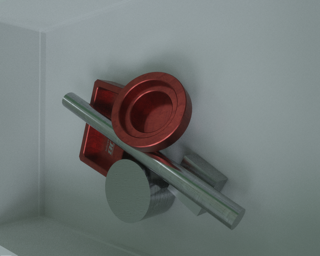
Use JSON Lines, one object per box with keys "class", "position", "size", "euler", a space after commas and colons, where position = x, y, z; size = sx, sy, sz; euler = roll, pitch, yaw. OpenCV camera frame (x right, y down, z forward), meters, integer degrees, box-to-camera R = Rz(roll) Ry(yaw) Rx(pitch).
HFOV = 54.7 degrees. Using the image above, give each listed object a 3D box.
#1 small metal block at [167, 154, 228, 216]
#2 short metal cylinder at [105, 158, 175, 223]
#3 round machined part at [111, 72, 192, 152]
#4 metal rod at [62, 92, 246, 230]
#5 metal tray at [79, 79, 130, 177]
{"class": "small metal block", "position": [0.044, 0.066, 0.367], "size": [0.050, 0.025, 0.050], "euler": [39, 113, 33]}
{"class": "short metal cylinder", "position": [-0.026, 0.079, 0.407], "size": [0.080, 0.050, 0.079], "euler": [0, 90, 39]}
{"class": "round machined part", "position": [-0.007, -0.016, 0.381], "size": [0.098, 0.042, 0.098], "euler": [-10, 65, 22]}
{"class": "metal rod", "position": [-0.029, 0.025, 0.389], "size": [0.300, 0.025, 0.025], "euler": [32, 110, 32]}
{"class": "metal tray", "position": [-0.069, 0.002, 0.455], "size": [0.090, 0.030, 0.129], "euler": [23, 105, 37]}
